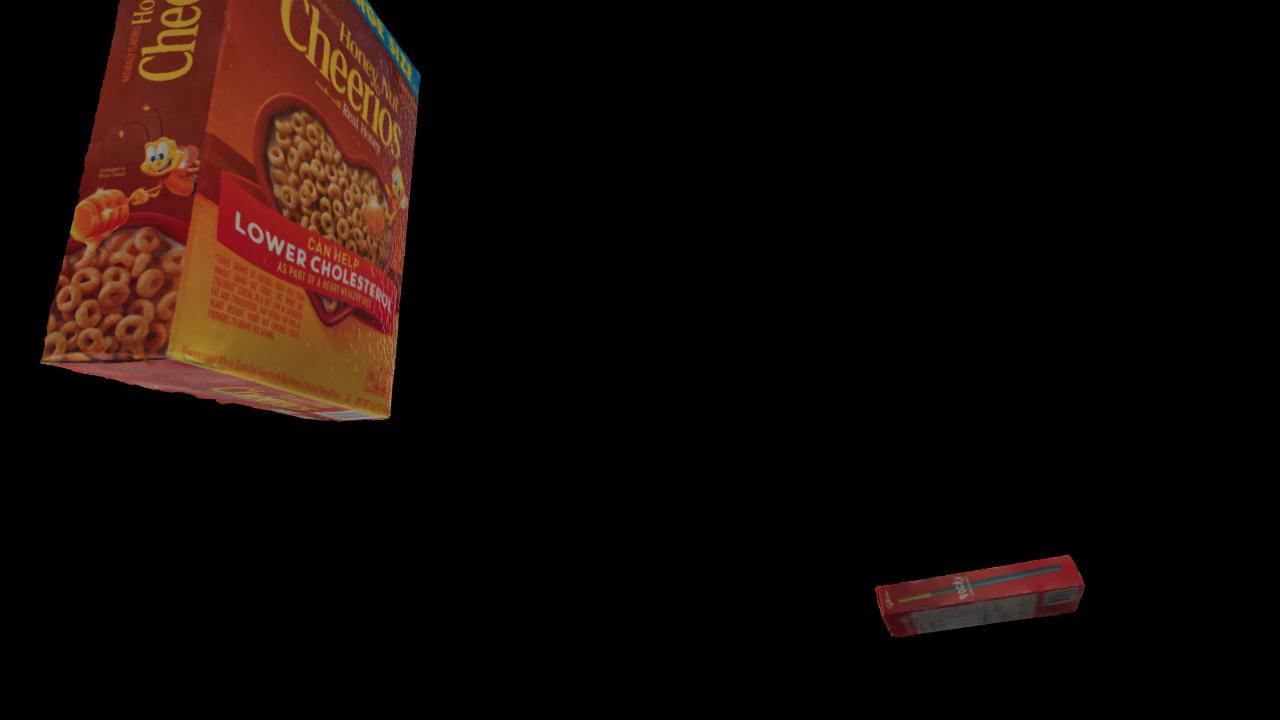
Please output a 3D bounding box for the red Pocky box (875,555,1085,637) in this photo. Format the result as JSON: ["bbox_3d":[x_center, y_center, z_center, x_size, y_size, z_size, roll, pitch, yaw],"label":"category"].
[{"bbox_3d":[0.289,0.206,0.531,0.155,0.028,0.083,-17,-40,18],"label":"red Pocky box"}]

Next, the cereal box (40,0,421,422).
[{"bbox_3d":[-0.232,-0.123,0.407,0.081,0.306,0.203,-1,-14,6],"label":"cereal box"}]
